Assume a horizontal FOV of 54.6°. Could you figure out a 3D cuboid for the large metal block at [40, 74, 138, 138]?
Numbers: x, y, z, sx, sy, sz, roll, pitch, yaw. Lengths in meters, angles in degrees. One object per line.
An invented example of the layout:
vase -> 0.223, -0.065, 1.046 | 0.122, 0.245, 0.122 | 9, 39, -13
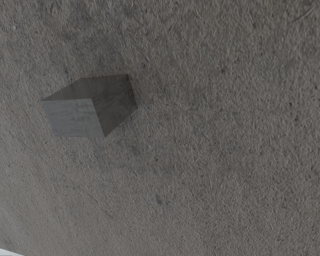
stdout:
large metal block -> -0.088, -0.030, 0.400 | 0.080, 0.080, 0.050 | 0, 119, 28
